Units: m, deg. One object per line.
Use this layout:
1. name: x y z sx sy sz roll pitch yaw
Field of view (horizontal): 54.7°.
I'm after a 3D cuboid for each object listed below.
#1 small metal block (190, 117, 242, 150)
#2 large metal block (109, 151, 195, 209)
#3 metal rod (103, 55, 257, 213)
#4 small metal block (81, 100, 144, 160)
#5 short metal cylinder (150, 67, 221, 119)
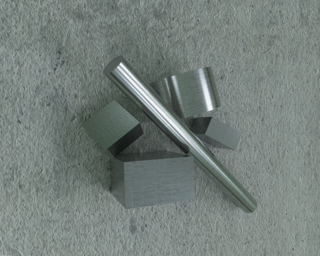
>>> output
1. small metal block: 0.074 0.007 0.425 0.050 0.050 0.025 27 81 -19
2. large metal block: -0.013 0.058 0.376 0.081 0.080 0.050 -3 92 -20
3. metal rod: 0.044 0.027 0.379 0.300 0.025 0.025 45 75 -34
4. small metal block: -0.057 0.001 0.374 0.050 0.025 0.050 -40 60 -16
5. short metal cylinder: 0.032 -0.042 0.393 0.081 0.080 0.050 -18 96 -20
